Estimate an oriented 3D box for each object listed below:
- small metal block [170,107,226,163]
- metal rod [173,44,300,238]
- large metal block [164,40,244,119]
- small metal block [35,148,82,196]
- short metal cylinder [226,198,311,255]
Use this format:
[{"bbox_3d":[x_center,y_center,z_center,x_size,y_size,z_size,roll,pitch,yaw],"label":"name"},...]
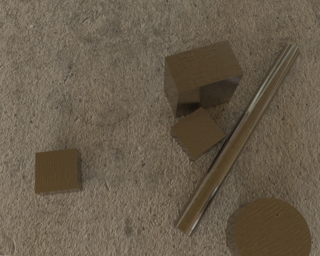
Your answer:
[{"bbox_3d":[0.049,0.009,0.406,0.050,0.025,0.050,-34,74,-12],"label":"small metal block"},{"bbox_3d":[0.109,0.004,0.407,0.025,0.025,0.300,32,73,10],"label":"metal rod"},{"bbox_3d":[0.052,-0.060,0.402,0.081,0.080,0.050,-17,71,-7],"label":"large metal block"},{"bbox_3d":[-0.126,0.055,0.386,0.050,0.025,0.050,-6,70,-3],"label":"small metal block"},{"bbox_3d":[0.120,0.123,0.352,0.081,0.050,0.080,0,70,0],"label":"short metal cylinder"}]
